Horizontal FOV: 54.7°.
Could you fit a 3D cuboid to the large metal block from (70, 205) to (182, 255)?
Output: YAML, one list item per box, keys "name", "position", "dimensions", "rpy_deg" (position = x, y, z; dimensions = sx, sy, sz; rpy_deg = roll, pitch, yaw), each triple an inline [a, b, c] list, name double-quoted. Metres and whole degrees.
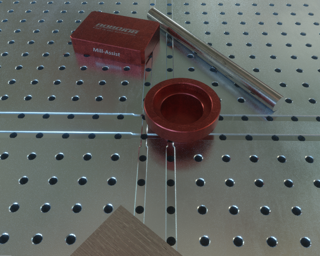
- name: "large metal block"
  position: [-0.032, 0.133, 0.280]
  dimensions: [0.080, 0.050, 0.080]
  rpy_deg: [33, 57, 24]

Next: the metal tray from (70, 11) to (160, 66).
- name: "metal tray"
  position: [-0.075, -0.158, 0.536]
  dimensions: [0.131, 0.030, 0.090]
  rpy_deg: [14, 51, 11]

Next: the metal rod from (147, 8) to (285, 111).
- name: "metal rod"
  position: [0.077, -0.125, 0.512]
  dimensions: [0.025, 0.025, 0.300]
  rpy_deg: [-30, 56, -23]

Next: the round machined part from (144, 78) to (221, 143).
- name: "round machined part"
  position: [0.029, -0.019, 0.413]
  dimensions: [0.099, 0.042, 0.098]
  rpy_deg: [0, 50, 0]
